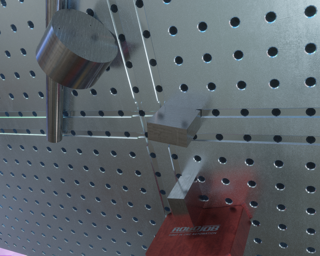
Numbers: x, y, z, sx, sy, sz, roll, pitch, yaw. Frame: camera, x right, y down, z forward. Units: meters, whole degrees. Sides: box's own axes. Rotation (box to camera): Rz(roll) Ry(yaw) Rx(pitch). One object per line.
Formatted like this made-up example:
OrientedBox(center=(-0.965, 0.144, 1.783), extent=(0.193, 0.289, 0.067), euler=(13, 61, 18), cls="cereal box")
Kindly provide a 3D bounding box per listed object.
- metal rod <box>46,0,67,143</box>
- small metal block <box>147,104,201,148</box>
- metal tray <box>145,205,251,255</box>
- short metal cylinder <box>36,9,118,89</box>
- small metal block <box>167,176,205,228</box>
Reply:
OrientedBox(center=(-0.142, -0.099, 0.422), extent=(0.025, 0.025, 0.298), euler=(25, 127, 12), cls="metal rod")
OrientedBox(center=(0.018, -0.004, 0.382), extent=(0.050, 0.050, 0.025), euler=(11, 123, 22), cls="small metal block")
OrientedBox(center=(0.054, 0.156, 0.436), extent=(0.130, 0.090, 0.030), euler=(-16, 110, 34), cls="metal tray")
OrientedBox(center=(-0.098, -0.093, 0.368), extent=(0.080, 0.080, 0.050), euler=(45, 129, -4), cls="short metal cylinder")
OrientedBox(center=(0.038, 0.103, 0.438), extent=(0.025, 0.050, 0.050), euler=(-5, 116, 30), cls="small metal block")
